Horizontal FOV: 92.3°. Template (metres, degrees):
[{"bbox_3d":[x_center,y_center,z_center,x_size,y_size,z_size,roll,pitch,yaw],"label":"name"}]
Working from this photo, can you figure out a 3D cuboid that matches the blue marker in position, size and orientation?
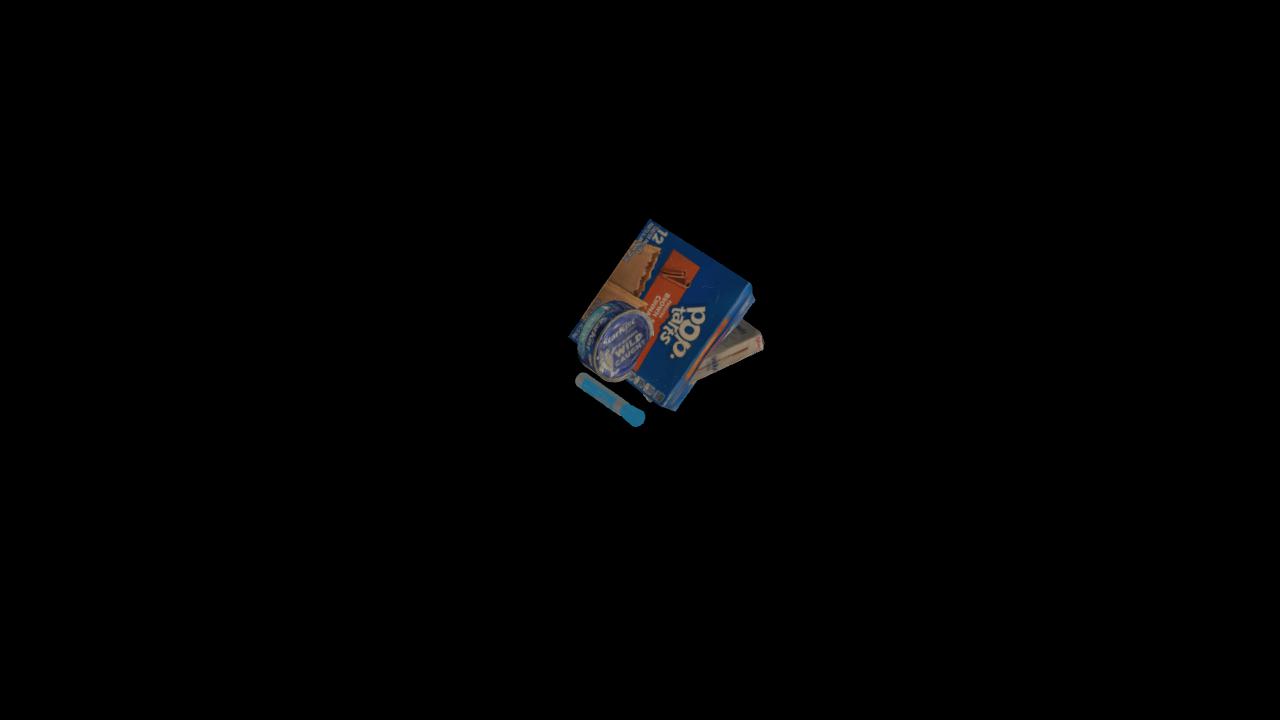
[{"bbox_3d":[-0.033,0.043,0.673,0.020,0.020,0.121,0,19,-37],"label":"blue marker"}]

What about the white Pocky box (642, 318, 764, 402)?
[{"bbox_3d":[0.059,-0.010,0.731,0.154,0.028,0.084,-24,34,-12],"label":"white Pocky box"}]

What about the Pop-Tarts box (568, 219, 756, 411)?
[{"bbox_3d":[0.027,-0.049,0.715,0.141,0.167,0.083,37,4,17],"label":"Pop-Tarts box"}]

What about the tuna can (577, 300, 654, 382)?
[{"bbox_3d":[-0.026,-0.021,0.659,0.034,0.084,0.084,32,21,37],"label":"tuna can"}]
